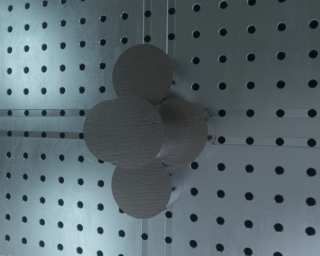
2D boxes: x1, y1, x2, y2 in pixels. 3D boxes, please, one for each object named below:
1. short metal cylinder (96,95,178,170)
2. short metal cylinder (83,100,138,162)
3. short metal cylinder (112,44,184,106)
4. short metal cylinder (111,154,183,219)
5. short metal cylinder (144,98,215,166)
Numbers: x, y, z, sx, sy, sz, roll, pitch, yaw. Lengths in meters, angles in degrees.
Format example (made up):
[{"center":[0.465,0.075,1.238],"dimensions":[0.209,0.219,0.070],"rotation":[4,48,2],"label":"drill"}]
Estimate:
[{"center":[-0.025,0.005,0.354],"dimensions":[0.080,0.050,0.079],"rotation":[0,90,20],"label":"short metal cylinder"},{"center":[-0.055,0.004,0.419],"dimensions":[0.080,0.050,0.079],"rotation":[0,90,20],"label":"short metal cylinder"},{"center":[-0.014,-0.064,0.404],"dimensions":[0.080,0.050,0.079],"rotation":[0,90,19],"label":"short metal cylinder"},{"center":[-0.016,0.072,0.404],"dimensions":[0.080,0.050,0.080],"rotation":[-1,88,19],"label":"short metal cylinder"},{"center":[0.025,0.005,0.390],"dimensions":[0.080,0.050,0.080],"rotation":[0,90,20],"label":"short metal cylinder"}]
